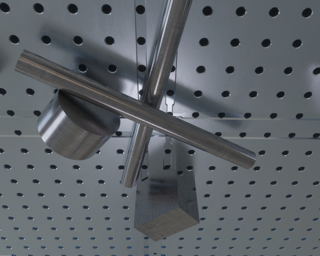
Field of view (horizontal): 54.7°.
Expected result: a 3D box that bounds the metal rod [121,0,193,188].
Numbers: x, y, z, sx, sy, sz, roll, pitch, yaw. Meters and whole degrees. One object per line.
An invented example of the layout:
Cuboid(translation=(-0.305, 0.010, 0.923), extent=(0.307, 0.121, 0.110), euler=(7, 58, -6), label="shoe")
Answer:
Cuboid(translation=(-0.013, -0.027, 0.388), extent=(0.025, 0.025, 0.298), euler=(10, 130, -9), label="metal rod")

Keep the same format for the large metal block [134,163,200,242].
Cuboid(translation=(0.009, 0.114, 0.473), extent=(0.080, 0.080, 0.050), euler=(-31, 124, 23), label="large metal block")

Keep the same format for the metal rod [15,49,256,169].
Cuboid(translation=(-0.012, -0.013, 0.365), extent=(0.302, 0.025, 0.025), euler=(23, 126, -18), label="metal rod")

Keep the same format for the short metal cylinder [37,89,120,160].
Cuboid(translation=(-0.095, -0.009, 0.367), extent=(0.080, 0.080, 0.050), euler=(32, 123, -24), label="short metal cylinder")
